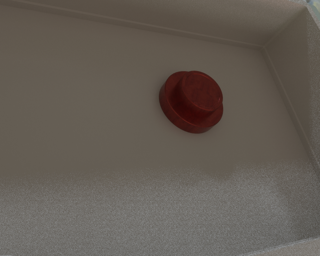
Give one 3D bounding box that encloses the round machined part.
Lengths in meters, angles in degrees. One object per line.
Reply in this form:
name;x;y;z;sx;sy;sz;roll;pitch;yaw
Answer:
round machined part;0.052;-0.044;0.452;0.099;0.042;0.098;14;56;-21
